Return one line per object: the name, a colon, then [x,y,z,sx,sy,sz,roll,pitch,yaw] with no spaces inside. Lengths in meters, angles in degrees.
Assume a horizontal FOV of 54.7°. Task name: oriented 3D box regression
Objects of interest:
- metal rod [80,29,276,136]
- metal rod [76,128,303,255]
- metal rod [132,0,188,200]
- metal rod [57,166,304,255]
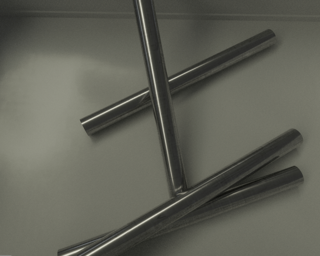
metal rod: [0.032,-0.068,0.434,0.302,0.025,0.025,-27,73,-10]
metal rod: [0.049,0.075,0.361,0.302,0.025,0.025,-26,72,-18]
metal rod: [-0.003,-0.059,0.375,0.025,0.025,0.298,-11,92,-4]
metal rod: [0.031,0.105,0.371,0.302,0.025,0.025,-18,71,-7]
